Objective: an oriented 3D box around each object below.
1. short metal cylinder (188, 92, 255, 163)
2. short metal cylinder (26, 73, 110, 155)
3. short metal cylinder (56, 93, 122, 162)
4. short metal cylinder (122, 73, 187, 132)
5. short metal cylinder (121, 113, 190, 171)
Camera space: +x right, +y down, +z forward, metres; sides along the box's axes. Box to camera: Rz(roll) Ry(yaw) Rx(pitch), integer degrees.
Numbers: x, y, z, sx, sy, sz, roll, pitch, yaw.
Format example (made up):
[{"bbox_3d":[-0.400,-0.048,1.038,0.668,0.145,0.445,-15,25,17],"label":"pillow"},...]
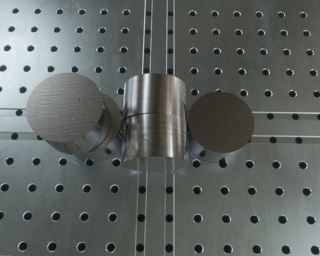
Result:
[{"bbox_3d":[0.074,0.000,0.398,0.081,0.050,0.080,0,70,0],"label":"short metal cylinder"},{"bbox_3d":[-0.100,-0.015,0.348,0.081,0.050,0.080,0,70,0],"label":"short metal cylinder"},{"bbox_3d":[-0.087,-0.001,0.398,0.081,0.050,0.080,0,70,0],"label":"short metal cylinder"},{"bbox_3d":[-0.006,-0.028,0.393,0.081,0.080,0.050,1,71,0],"label":"short metal cylinder"},{"bbox_3d":[-0.006,0.020,0.375,0.081,0.080,0.050,-1,70,-1],"label":"short metal cylinder"}]
